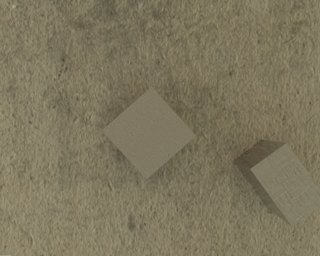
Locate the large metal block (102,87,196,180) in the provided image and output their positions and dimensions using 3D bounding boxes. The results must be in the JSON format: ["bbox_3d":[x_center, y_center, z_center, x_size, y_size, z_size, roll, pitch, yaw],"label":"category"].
[{"bbox_3d":[-0.013,0.006,0.397,0.080,0.050,0.080,-42,91,0],"label":"large metal block"}]

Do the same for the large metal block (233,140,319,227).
[{"bbox_3d":[0.144,0.063,0.385,0.050,0.080,0.080,-36,90,0],"label":"large metal block"}]
